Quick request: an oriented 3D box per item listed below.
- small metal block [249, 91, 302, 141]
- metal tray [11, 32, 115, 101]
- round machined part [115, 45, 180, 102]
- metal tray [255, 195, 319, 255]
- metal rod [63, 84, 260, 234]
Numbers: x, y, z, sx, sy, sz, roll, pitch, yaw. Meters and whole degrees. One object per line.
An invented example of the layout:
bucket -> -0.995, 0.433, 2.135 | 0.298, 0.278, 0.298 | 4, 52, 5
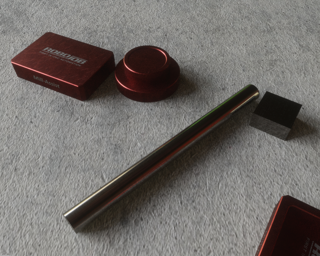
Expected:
small metal block -> 0.157, -0.017, 0.420 | 0.050, 0.025, 0.050 | 26, 55, 20
metal tray -> -0.148, -0.099, 0.481 | 0.130, 0.030, 0.090 | 21, 53, 16
round machined part -> -0.019, -0.088, 0.466 | 0.099, 0.042, 0.098 | 0, 50, 0
metal tray -> 0.134, 0.137, 0.286 | 0.090, 0.030, 0.130 | 25, 54, 19
metal rod -> 0.020, 0.023, 0.383 | 0.302, 0.025, 0.025 | -34, 58, -25
